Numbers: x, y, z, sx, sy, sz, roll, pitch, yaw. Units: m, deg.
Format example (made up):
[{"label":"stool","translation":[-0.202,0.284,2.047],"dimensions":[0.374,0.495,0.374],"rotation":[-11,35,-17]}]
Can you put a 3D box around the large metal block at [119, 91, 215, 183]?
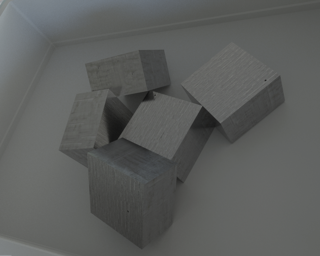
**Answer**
[{"label":"large metal block","translation":[0.007,0.008,0.379],"dimensions":[0.080,0.050,0.080],"rotation":[21,73,35]}]

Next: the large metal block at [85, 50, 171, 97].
[{"label":"large metal block","translation":[-0.041,-0.074,0.426],"dimensions":[0.080,0.080,0.050],"rotation":[-8,100,25]}]

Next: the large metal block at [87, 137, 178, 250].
[{"label":"large metal block","translation":[-0.031,0.067,0.334],"dimensions":[0.080,0.079,0.050],"rotation":[22,31,34]}]

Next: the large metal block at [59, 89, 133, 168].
[{"label":"large metal block","translation":[-0.074,0.008,0.401],"dimensions":[0.050,0.080,0.080],"rotation":[-5,59,25]}]

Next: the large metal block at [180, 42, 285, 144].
[{"label":"large metal block","translation":[0.085,-0.043,0.368],"dimensions":[0.080,0.050,0.080],"rotation":[-39,51,1]}]
